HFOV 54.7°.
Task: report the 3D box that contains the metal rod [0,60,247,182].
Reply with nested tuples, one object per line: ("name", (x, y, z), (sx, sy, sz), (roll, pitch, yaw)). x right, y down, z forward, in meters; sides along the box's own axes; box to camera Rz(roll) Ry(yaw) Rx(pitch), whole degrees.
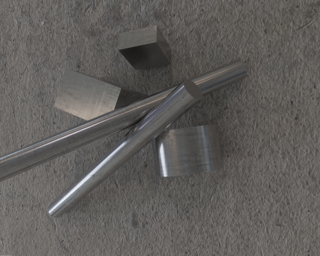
("metal rod", (-0.038, -0.012, 0.348), (0.302, 0.025, 0.025), (-23, 81, -11))

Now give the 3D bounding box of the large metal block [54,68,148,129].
("large metal block", (-0.074, -0.036, 0.406), (0.080, 0.080, 0.050), (22, 97, 18))

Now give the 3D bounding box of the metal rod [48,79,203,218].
("metal rod", (-0.062, 0.043, 0.381), (0.299, 0.025, 0.025), (-40, 77, 34))

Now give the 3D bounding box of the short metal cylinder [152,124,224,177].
("short metal cylinder", (0.032, 0.026, 0.369), (0.080, 0.080, 0.050), (-9, 87, 20))

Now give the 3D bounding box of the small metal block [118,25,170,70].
("small metal block", (-0.019, -0.102, 0.399), (0.050, 0.050, 0.025), (-7, 68, 20))
